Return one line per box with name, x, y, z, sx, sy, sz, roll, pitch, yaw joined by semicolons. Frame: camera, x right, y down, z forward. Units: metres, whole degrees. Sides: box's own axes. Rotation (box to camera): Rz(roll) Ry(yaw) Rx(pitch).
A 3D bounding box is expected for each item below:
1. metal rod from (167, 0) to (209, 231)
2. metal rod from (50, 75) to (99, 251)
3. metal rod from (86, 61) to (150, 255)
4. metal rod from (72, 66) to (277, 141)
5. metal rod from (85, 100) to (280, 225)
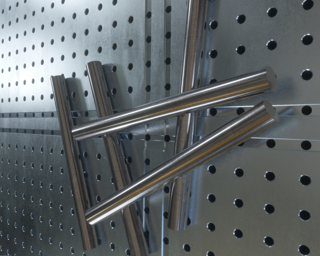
metal rod;0.034;-0.024;0.379;0.025;0.025;0.298;8;95;39
metal rod;-0.147;0.052;0.527;0.025;0.025;0.299;-24;75;37
metal rod;-0.066;0.039;0.461;0.025;0.025;0.299;-25;74;37
metal rod;-0.010;-0.019;0.381;0.300;0.025;0.025;-13;82;38
metal rod;0.003;0.057;0.371;0.299;0.025;0.025;-36;68;34
